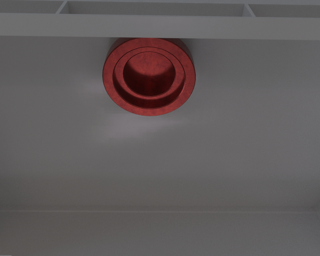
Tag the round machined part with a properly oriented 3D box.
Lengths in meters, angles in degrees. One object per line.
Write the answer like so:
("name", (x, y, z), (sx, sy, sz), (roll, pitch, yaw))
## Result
("round machined part", (-0.011, -0.064, 0.343), (0.099, 0.042, 0.097), (0, 130, 0))
